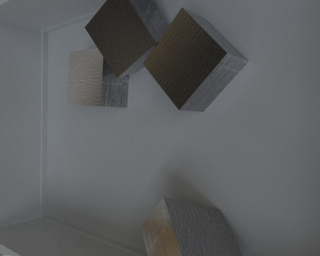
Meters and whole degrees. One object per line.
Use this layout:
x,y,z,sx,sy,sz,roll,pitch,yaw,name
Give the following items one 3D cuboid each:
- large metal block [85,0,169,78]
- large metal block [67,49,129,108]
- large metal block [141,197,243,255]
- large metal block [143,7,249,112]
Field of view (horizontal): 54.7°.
-0.038,-0.124,0.404,0.080,0.050,0.080,-32,90,39,large metal block
-0.093,-0.073,0.468,0.080,0.050,0.079,6,94,40,large metal block
0.034,0.126,0.325,0.050,0.081,0.080,-57,30,24,large metal block
0.039,-0.076,0.359,0.080,0.050,0.080,-50,61,28,large metal block
